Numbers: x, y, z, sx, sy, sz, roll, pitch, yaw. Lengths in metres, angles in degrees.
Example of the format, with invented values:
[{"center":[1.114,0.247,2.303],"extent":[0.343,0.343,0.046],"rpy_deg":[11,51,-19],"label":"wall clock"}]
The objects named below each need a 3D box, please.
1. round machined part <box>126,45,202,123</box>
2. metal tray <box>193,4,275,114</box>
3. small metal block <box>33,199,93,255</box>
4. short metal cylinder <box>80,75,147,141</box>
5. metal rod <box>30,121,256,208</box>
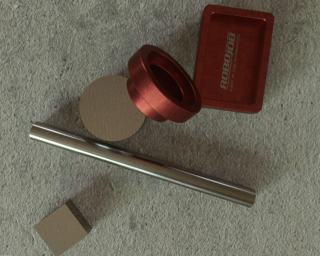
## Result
[{"center":[0.000,-0.046,0.362],"extent":[0.042,0.098,0.098],"rpy_deg":[-38,90,29],"label":"round machined part"},{"center":[0.093,-0.088,0.408],"extent":[0.091,0.030,0.129],"rpy_deg":[8,90,0],"label":"metal tray"},{"center":[-0.127,0.131,0.409],"extent":[0.050,0.025,0.050],"rpy_deg":[-37,90,0],"label":"small metal block"},{"center":[-0.056,-0.024,0.397],"extent":[0.081,0.050,0.080],"rpy_deg":[0,90,0],"label":"short metal cylinder"},{"center":[-0.022,0.048,0.409],"extent":[0.302,0.025,0.025],"rpy_deg":[17,90,0],"label":"metal rod"}]
